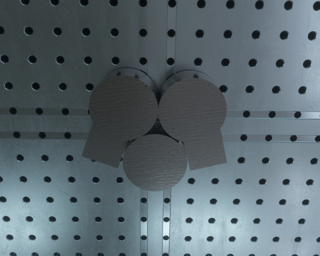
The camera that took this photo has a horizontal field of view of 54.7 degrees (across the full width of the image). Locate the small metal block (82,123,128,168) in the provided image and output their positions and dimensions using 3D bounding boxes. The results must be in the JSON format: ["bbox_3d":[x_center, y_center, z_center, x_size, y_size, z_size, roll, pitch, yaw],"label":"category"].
[{"bbox_3d":[-0.071,0.020,0.416,0.050,0.025,0.050,20,109,-7],"label":"small metal block"}]

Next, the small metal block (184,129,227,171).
[{"bbox_3d":[0.059,0.025,0.420,0.050,0.025,0.050,-13,110,4],"label":"small metal block"}]

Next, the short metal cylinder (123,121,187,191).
[{"bbox_3d":[-0.006,0.036,0.409,0.081,0.050,0.079,0,110,0],"label":"short metal cylinder"}]

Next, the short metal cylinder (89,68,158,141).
[{"bbox_3d":[-0.043,-0.031,0.384,0.081,0.050,0.079,0,110,0],"label":"short metal cylinder"}]

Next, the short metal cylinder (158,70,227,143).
[{"bbox_3d":[0.038,-0.028,0.386,0.081,0.050,0.079,0,110,0],"label":"short metal cylinder"}]
